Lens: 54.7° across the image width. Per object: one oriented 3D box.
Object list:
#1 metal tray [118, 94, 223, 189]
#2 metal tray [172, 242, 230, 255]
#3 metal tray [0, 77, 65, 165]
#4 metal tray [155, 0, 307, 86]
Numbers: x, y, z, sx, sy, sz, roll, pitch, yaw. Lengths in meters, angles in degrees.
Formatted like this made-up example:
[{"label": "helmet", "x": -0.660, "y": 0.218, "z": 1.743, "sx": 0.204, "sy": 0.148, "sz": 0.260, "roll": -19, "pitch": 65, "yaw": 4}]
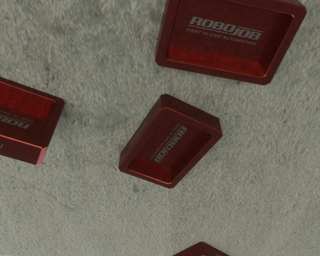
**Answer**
[{"label": "metal tray", "x": 0.011, "y": 0.024, "z": 0.424, "sx": 0.091, "sy": 0.030, "sz": 0.129, "roll": 23, "pitch": 126, "yaw": -19}, {"label": "metal tray", "x": 0.099, "y": 0.292, "z": 0.654, "sx": 0.130, "sy": 0.030, "sz": 0.090, "roll": 36, "pitch": 121, "yaw": -27}, {"label": "metal tray", "x": -0.183, "y": -0.018, "z": 0.346, "sx": 0.131, "sy": 0.090, "sz": 0.030, "roll": 20, "pitch": 127, "yaw": -17}, {"label": "metal tray", "x": 0.067, "y": -0.099, "z": 0.320, "sx": 0.131, "sy": 0.030, "sz": 0.089, "roll": 9, "pitch": 130, "yaw": -8}]
